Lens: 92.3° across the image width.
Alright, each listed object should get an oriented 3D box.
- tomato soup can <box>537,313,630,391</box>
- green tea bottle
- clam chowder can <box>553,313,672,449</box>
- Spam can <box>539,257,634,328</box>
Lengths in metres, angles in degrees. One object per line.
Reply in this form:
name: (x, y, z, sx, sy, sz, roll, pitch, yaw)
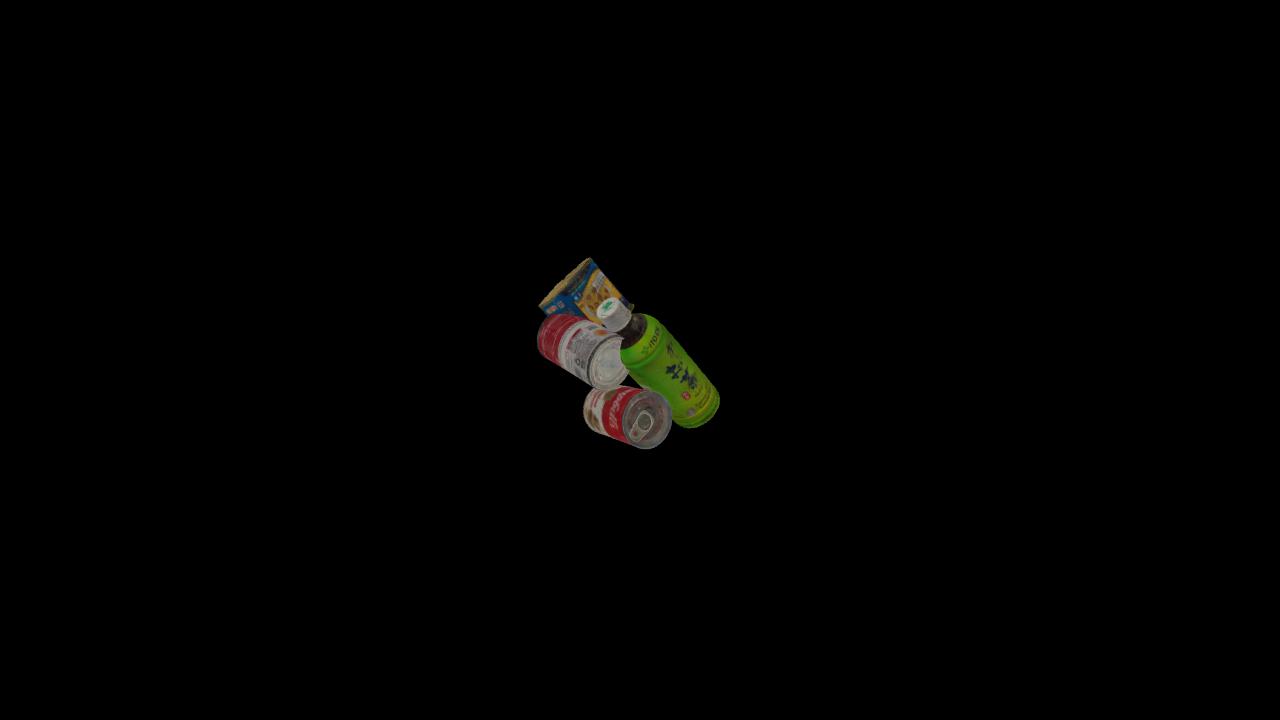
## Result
tomato soup can: (-0.063, -0.013, 0.711, 0.068, 0.068, 0.101, 0, 20, -45)
green tea bottle: (0.019, 0.003, 0.733, 0.073, 0.073, 0.212, 0, -33, 40)
clam chowder can: (-0.017, 0.065, 0.739, 0.068, 0.068, 0.102, 0, 4, -32)
Spam can: (-0.065, -0.066, 0.760, 0.058, 0.085, 0.101, -29, 19, 37)
